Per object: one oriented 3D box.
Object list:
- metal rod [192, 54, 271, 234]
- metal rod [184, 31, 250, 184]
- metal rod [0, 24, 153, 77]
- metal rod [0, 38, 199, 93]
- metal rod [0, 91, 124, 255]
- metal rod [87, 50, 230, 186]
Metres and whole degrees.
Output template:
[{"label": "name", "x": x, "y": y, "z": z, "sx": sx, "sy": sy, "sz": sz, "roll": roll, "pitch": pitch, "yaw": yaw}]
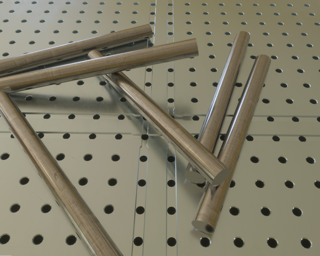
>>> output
[{"label": "metal rod", "x": 0.105, "y": -0.003, "z": 0.410, "sx": 0.025, "sy": 0.025, "sz": 0.301, "roll": 19, "pitch": 52, "yaw": 15}, {"label": "metal rod", "x": 0.092, "y": -0.050, "z": 0.450, "sx": 0.025, "sy": 0.025, "sz": 0.301, "roll": 16, "pitch": 52, "yaw": 13}, {"label": "metal rod", "x": -0.155, "y": -0.125, "z": 0.512, "sx": 0.302, "sy": 0.025, "sz": 0.025, "roll": -19, "pitch": 53, "yaw": -16}, {"label": "metal rod", "x": -0.096, "y": -0.086, "z": 0.443, "sx": 0.301, "sy": 0.025, "sz": 0.025, "roll": -10, "pitch": 50, "yaw": 5}, {"label": "metal rod", "x": -0.133, "y": 0.048, "z": 0.366, "sx": 0.025, "sy": 0.025, "sz": 0.300, "roll": -32, "pitch": 57, "yaw": -24}, {"label": "metal rod", "x": -0.021, "y": -0.032, "z": 0.415, "sx": 0.025, "sy": 0.025, "sz": 0.300, "roll": -28, "pitch": 50, "yaw": -22}]
